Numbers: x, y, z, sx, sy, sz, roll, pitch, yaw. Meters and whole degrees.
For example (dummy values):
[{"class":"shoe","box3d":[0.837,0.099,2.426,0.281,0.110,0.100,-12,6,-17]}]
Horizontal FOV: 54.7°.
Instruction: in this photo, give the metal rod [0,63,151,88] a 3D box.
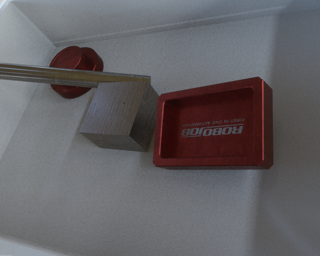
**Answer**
[{"class":"metal rod","box3d":[-0.165,-0.078,0.460,0.302,0.025,0.025,5,62,2]}]

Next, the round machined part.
[{"class":"round machined part","box3d":[-0.151,-0.103,0.534,0.098,0.042,0.098,-13,56,20]}]

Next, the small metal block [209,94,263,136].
[{"class":"small metal block","box3d":[0.093,-0.016,0.366,0.050,0.025,0.050,-47,52,-5]}]

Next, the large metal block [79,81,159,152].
[{"class":"large metal block","box3d":[-0.051,-0.016,0.425,0.080,0.050,0.080,3,63,29]}]

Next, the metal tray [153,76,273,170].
[{"class":"metal tray","box3d":[0.055,0.000,0.345,0.130,0.030,0.090,-6,73,36]}]
